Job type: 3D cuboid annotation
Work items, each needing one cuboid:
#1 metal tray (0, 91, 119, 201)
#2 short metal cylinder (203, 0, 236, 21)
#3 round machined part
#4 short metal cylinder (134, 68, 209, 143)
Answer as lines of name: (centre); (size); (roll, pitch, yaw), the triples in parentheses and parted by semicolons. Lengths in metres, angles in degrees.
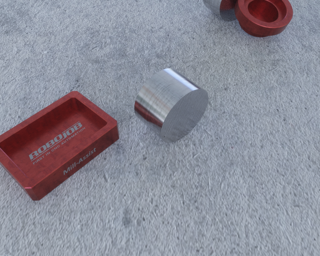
metal tray: (-0.128, 0.016, 0.385); (0.090, 0.030, 0.131); (35, 58, 26)
short metal cylinder: (0.128, -0.248, 0.577); (0.081, 0.080, 0.050); (-25, 54, -20)
round machined part: (0.180, -0.202, 0.552); (0.099, 0.042, 0.098); (3, 64, -7)
short metal cylinder: (0.015, -0.028, 0.391); (0.080, 0.080, 0.050); (-34, 58, -25)
